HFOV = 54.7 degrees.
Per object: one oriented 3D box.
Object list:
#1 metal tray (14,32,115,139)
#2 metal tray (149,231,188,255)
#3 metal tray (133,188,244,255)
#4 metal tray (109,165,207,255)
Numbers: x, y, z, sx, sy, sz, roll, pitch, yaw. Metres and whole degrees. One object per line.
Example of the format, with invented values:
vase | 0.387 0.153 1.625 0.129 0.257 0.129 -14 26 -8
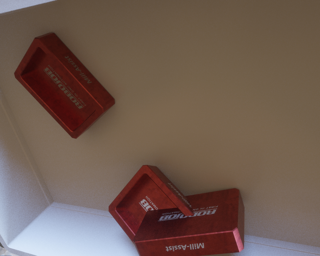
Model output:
metal tray | -0.138 -0.057 0.442 0.130 0.030 0.090 48 129 -6
metal tray | -0.010 0.240 0.497 0.030 0.131 0.089 37 129 3
metal tray | 0.040 0.124 0.402 0.130 0.090 0.030 -14 106 20
metal tray | -0.001 0.125 0.426 0.130 0.030 0.090 43 99 27
